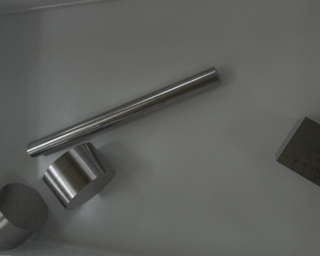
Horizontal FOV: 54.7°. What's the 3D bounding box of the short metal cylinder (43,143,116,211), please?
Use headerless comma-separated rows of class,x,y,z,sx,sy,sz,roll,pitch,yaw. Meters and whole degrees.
short metal cylinder,-0.107,0.065,0.418,0.080,0.080,0.050,-46,76,14

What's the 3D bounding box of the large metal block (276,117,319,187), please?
large metal block,0.171,0.031,0.321,0.080,0.080,0.050,33,101,16

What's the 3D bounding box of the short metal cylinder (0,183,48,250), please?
short metal cylinder,-0.215,0.128,0.455,0.050,0.080,0.080,-41,77,15

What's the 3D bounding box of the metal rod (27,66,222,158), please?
metal rod,-0.062,-0.016,0.431,0.300,0.025,0.025,-20,83,18
